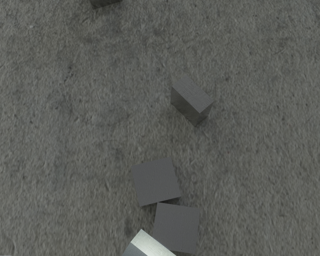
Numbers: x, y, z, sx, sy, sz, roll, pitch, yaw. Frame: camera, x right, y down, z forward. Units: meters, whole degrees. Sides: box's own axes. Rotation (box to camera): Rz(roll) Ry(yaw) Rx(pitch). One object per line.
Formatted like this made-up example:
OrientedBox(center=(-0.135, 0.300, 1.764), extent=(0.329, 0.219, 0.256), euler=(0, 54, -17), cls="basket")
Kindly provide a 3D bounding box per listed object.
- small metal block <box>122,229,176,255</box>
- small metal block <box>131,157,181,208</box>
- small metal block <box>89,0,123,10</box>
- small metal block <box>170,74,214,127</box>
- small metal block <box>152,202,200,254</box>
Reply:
OrientedBox(center=(-0.016, 0.149, 0.339), extent=(0.050, 0.025, 0.050), euler=(34, 116, 11), cls="small metal block")
OrientedBox(center=(-0.005, 0.068, 0.383), extent=(0.050, 0.025, 0.050), euler=(-13, 70, -5), cls="small metal block")
OrientedBox(center=(-0.092, -0.221, 0.488), extent=(0.050, 0.025, 0.050), euler=(-20, 71, -8), cls="small metal block")
OrientedBox(center=(0.041, -0.035, 0.408), extent=(0.025, 0.050, 0.050), euler=(-40, 75, -13), cls="small metal block")
OrientedBox(center=(0.018, 0.118, 0.365), extent=(0.050, 0.025, 0.050), euler=(8, 70, 2), cls="small metal block")
